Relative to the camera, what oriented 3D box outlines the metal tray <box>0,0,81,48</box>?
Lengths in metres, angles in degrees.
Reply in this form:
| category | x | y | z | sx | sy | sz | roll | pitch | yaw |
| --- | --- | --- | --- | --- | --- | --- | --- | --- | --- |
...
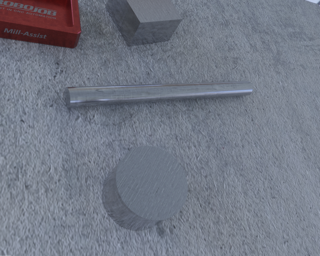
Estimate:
| category | x | y | z | sx | sy | sz | roll | pitch | yaw |
| --- | --- | --- | --- | --- | --- | --- | --- | --- | --- |
| metal tray | -0.174 | -0.156 | 0.401 | 0.131 | 0.030 | 0.090 | 2 | 61 | -27 |

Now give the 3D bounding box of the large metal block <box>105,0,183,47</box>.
| category | x | y | z | sx | sy | sz | roll | pitch | yaw |
| --- | --- | --- | --- | --- | --- | --- | --- | --- | --- |
| large metal block | -0.026 | -0.179 | 0.483 | 0.081 | 0.050 | 0.080 | -19 | 72 | -35 |

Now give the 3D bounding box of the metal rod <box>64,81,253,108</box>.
| category | x | y | z | sx | sy | sz | roll | pitch | yaw |
| --- | --- | --- | --- | --- | --- | --- | --- | --- | --- |
| metal rod | 0.019 | -0.052 | 0.445 | 0.303 | 0.025 | 0.025 | -7 | 65 | -31 |

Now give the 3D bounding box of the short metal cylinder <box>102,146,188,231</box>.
| category | x | y | z | sx | sy | sz | roll | pitch | yaw |
| --- | --- | --- | --- | --- | --- | --- | --- | --- | --- |
| short metal cylinder | -0.017 | 0.066 | 0.338 | 0.081 | 0.050 | 0.080 | 14 | 56 | -21 |
